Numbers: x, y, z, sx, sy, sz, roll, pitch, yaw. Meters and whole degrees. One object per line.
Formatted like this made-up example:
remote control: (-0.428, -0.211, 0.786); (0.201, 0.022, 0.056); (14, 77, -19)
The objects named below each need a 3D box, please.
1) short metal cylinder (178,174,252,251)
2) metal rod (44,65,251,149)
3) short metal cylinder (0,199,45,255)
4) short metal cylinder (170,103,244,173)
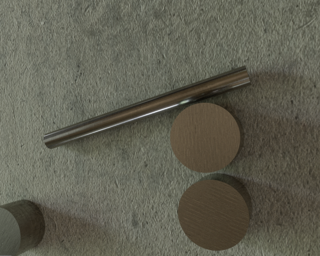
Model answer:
short metal cylinder: (0.067, 0.098, 0.372); (0.080, 0.050, 0.079); (0, 90, 20)
metal rod: (-0.030, -0.022, 0.419); (0.300, 0.025, 0.025); (-17, 84, 19)
short metal cylinder: (-0.227, 0.155, 0.476); (0.080, 0.050, 0.079); (0, 90, 20)
short metal cylinder: (0.058, 0.011, 0.375); (0.080, 0.050, 0.079); (0, 90, 20)
